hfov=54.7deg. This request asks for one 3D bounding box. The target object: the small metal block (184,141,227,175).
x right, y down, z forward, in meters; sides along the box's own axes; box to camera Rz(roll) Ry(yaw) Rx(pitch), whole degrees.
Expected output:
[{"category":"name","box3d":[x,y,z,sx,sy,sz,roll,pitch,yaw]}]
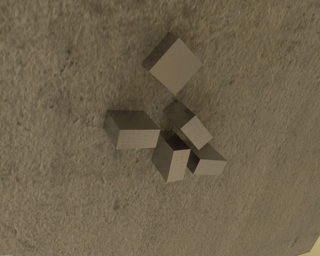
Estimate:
[{"category":"small metal block","box3d":[0.061,0.044,0.453,0.050,0.050,0.025,8,115,-32]}]

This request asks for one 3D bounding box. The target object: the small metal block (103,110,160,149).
[{"category":"small metal block","box3d":[-0.035,0.001,0.373,0.050,0.050,0.025,0,119,-29]}]

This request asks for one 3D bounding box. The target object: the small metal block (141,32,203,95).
[{"category":"small metal block","box3d":[0.015,-0.076,0.369,0.050,0.025,0.050,-48,129,5]}]

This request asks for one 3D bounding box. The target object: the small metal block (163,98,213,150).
[{"category":"small metal block","box3d":[0.036,-0.005,0.409,0.025,0.050,0.050,-42,130,1]}]

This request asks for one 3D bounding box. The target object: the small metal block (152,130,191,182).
[{"category":"small metal block","box3d":[0.014,0.038,0.423,0.025,0.050,0.050,-4,120,-27]}]
